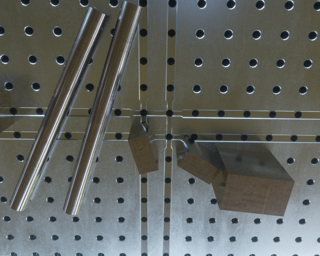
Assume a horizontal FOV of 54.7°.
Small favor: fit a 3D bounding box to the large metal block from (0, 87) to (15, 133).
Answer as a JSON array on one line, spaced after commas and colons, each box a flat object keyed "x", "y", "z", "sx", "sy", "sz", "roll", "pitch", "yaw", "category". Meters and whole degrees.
[{"x": -0.239, "y": -0.017, "z": 0.376, "sx": 0.081, "sy": 0.080, "sz": 0.050, "roll": 0, "pitch": 110, "yaw": 0, "category": "large metal block"}]

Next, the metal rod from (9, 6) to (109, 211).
[{"x": -0.139, "y": -0.012, "z": 0.407, "sx": 0.025, "sy": 0.025, "sz": 0.298, "roll": 26, "pitch": 108, "yaw": -9, "category": "metal rod"}]

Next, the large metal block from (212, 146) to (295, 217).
[{"x": 0.116, "y": 0.068, "z": 0.410, "sx": 0.081, "sy": 0.080, "sz": 0.050, "roll": 7, "pitch": 110, "yaw": -3, "category": "large metal block"}]

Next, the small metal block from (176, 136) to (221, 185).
[{"x": 0.050, "y": 0.042, "z": 0.416, "sx": 0.050, "sy": 0.050, "sz": 0.025, "roll": 31, "pitch": 108, "yaw": -11, "category": "small metal block"}]

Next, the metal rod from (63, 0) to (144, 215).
[{"x": -0.080, "y": -0.012, "z": 0.408, "sx": 0.025, "sy": 0.025, "sz": 0.298, "roll": 18, "pitch": 109, "yaw": -7, "category": "metal rod"}]

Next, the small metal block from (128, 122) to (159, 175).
[{"x": -0.021, "y": 0.025, "z": 0.409, "sx": 0.025, "sy": 0.050, "sz": 0.050, "roll": -14, "pitch": 110, "yaw": 5, "category": "small metal block"}]
